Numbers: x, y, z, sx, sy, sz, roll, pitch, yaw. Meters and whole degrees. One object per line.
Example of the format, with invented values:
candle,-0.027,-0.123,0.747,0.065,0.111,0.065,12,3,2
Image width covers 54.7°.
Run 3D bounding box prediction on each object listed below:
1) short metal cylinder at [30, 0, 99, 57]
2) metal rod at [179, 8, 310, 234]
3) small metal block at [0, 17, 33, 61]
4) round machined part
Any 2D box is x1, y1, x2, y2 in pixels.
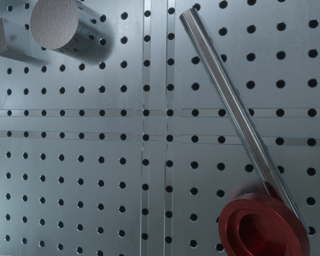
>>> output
short metal cylinder,-0.137,-0.148,0.448,0.080,0.050,0.079,0,90,20
metal rod,0.098,-0.012,0.377,0.025,0.025,0.299,-27,81,18
small metal block,-0.230,-0.136,0.480,0.025,0.050,0.050,-13,86,20
round machined part,0.118,0.119,0.348,0.098,0.042,0.097,17,114,42
